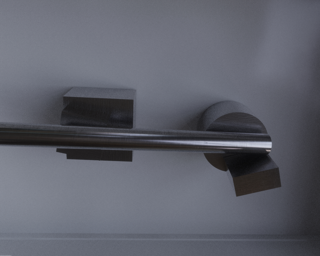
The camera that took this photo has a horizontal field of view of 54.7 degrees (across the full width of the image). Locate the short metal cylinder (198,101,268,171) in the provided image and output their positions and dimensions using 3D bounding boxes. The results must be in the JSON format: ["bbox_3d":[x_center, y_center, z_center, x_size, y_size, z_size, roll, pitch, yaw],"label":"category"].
[{"bbox_3d":[0.092,0.010,0.401,0.081,0.050,0.079,0,110,-1],"label":"short metal cylinder"}]

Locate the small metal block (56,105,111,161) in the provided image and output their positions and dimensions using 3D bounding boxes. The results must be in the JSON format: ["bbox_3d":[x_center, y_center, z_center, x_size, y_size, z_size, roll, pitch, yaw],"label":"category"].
[{"bbox_3d":[-0.088,0.005,0.357,0.050,0.025,0.050,12,109,-5],"label":"small metal block"}]

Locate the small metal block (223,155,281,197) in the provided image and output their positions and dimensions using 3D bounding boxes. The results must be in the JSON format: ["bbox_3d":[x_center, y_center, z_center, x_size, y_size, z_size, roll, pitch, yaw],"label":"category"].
[{"bbox_3d":[0.106,0.051,0.362,0.050,0.050,0.025,-14,110,4],"label":"small metal block"}]

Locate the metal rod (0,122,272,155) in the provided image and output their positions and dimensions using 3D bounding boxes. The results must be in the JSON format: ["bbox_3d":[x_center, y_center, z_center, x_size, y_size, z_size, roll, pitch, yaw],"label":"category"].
[{"bbox_3d":[-0.024,0.012,0.339,0.302,0.025,0.025,3,110,-10],"label":"metal rod"}]

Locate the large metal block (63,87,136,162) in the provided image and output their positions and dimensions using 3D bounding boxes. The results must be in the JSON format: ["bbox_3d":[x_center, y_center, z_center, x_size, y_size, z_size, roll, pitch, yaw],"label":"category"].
[{"bbox_3d":[-0.073,-0.006,0.392,0.081,0.050,0.079,2,110,-2],"label":"large metal block"}]
